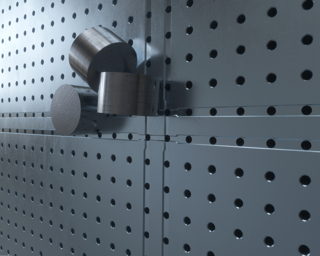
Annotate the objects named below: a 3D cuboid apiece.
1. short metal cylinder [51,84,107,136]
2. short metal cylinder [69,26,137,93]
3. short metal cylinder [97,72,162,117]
[{"bbox_3d":[-0.131,-0.028,0.498,0.080,0.050,0.079,0,90,39],"label":"short metal cylinder"},{"bbox_3d":[-0.080,-0.095,0.437,0.050,0.081,0.080,43,116,31],"label":"short metal cylinder"},{"bbox_3d":[-0.040,-0.043,0.404,0.080,0.081,0.050,7,95,39],"label":"short metal cylinder"}]
